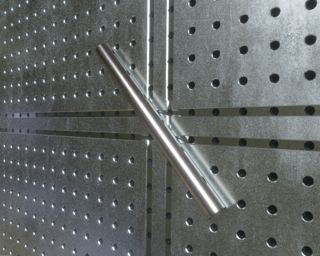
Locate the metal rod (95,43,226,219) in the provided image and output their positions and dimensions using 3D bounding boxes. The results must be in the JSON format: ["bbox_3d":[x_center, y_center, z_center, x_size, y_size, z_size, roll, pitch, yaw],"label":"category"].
[{"bbox_3d":[-0.012,-0.012,0.421,0.025,0.025,0.299,-50,61,28],"label":"metal rod"}]
